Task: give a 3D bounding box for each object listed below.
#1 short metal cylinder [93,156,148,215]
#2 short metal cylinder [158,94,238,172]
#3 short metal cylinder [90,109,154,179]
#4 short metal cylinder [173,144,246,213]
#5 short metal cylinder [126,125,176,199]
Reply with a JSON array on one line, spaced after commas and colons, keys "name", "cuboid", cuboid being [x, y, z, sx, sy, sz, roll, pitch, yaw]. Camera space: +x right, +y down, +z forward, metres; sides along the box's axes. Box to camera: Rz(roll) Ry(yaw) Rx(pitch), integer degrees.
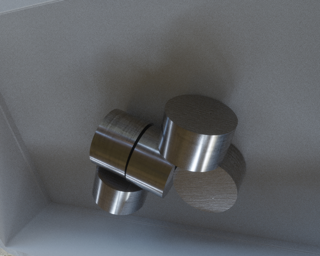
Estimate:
[{"name": "short metal cylinder", "cuboid": [-0.054, 0.076, 0.445, 0.080, 0.080, 0.050, 26, 127, 11]}, {"name": "short metal cylinder", "cuboid": [0.041, 0.004, 0.351, 0.080, 0.080, 0.050, 21, 126, 15]}, {"name": "short metal cylinder", "cuboid": [-0.048, 0.021, 0.407, 0.050, 0.080, 0.079, 23, 127, 14]}, {"name": "short metal cylinder", "cuboid": [0.063, 0.059, 0.392, 0.080, 0.050, 0.079, 13, 124, 20]}, {"name": "short metal cylinder", "cuboid": [-0.001, 0.043, 0.398, 0.050, 0.080, 0.079, 24, 127, 13]}]
